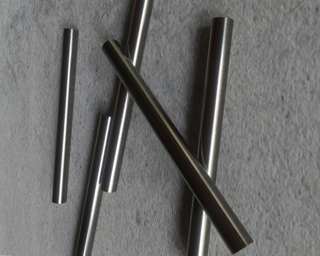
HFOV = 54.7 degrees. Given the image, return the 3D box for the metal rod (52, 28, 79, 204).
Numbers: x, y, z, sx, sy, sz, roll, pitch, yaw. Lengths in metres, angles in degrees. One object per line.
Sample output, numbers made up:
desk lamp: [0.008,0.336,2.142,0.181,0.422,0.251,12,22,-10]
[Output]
metal rod: [-0.164,-0.018,0.537,0.025,0.025,0.298,9,96,39]

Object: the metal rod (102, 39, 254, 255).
metal rod: [0.006,0.003,0.363,0.025,0.025,0.299,-48,62,29]

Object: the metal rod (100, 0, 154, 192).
metal rod: [-0.047,-0.052,0.441,0.025,0.025,0.298,20,102,38]

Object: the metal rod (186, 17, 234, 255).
metal rod: [0.056,0.028,0.357,0.025,0.025,0.298,9,96,39]

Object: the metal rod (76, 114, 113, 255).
metal rod: [-0.107,0.125,0.490,0.025,0.025,0.298,20,102,38]
